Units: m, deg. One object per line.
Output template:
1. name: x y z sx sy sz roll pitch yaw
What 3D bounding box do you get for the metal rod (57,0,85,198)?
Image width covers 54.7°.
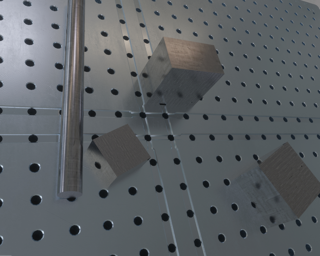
1. metal rod: -0.108 -0.062 0.387 0.025 0.025 0.299 7 58 -25

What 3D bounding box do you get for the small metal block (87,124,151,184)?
1. small metal block: -0.048 0.030 0.364 0.050 0.025 0.050 -27 77 -37

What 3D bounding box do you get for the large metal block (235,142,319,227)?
1. large metal block: 0.168 0.078 0.435 0.081 0.050 0.080 -27 77 -37

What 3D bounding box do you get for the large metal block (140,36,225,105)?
1. large metal block: 0.028 -0.076 0.434 0.081 0.080 0.050 1 62 -28
